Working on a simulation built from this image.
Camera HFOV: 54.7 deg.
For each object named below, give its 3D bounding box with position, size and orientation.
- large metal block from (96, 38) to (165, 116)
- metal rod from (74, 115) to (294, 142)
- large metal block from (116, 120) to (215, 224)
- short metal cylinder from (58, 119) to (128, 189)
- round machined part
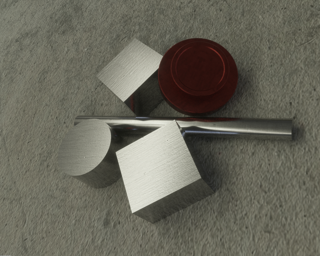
[{"bbox_3d":[-0.031,-0.071,0.445,0.080,0.050,0.080,-45,51,-3],"label":"large metal block"},{"bbox_3d":[0.010,-0.003,0.402,0.300,0.025,0.025,2,63,28],"label":"metal rod"},{"bbox_3d":[0.005,0.051,0.355,0.080,0.050,0.080,-29,52,9],"label":"large metal block"},{"bbox_3d":[-0.086,0.034,0.412,0.080,0.050,0.080,-13,56,20],"label":"short metal cylinder"},{"bbox_3d":[0.047,-0.066,0.379,0.099,0.042,0.098,0,79,0],"label":"round machined part"}]
